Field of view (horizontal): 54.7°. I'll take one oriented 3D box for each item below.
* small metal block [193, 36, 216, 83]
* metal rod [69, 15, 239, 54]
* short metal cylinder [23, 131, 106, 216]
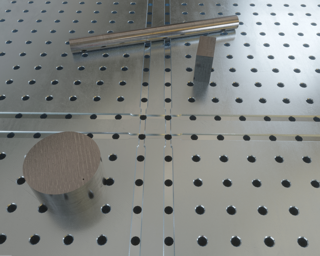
[{"bbox_3d":[0.070,-0.107,0.482,0.025,0.050,0.050,9,51,7],"label":"small metal block"},{"bbox_3d":[-0.005,-0.167,0.548,0.302,0.025,0.025,-11,51,-10],"label":"metal rod"},{"bbox_3d":[-0.104,0.050,0.348,0.081,0.050,0.080,0,50,0],"label":"short metal cylinder"}]
